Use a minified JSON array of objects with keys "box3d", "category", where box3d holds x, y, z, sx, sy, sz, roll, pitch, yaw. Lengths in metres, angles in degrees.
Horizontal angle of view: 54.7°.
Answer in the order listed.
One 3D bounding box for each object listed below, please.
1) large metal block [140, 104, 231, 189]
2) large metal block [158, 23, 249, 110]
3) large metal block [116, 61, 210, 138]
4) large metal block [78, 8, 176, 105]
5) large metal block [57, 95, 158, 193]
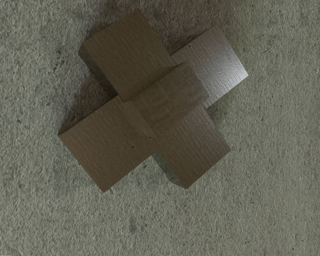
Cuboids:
[{"box3d":[0.032,0.020,0.409,0.080,0.050,0.080,-38,103,-16],"category":"large metal block"},{"box3d":[0.057,-0.079,0.418,0.080,0.050,0.080,-38,103,-16],"category":"large metal block"},{"box3d":[0.000,-0.033,0.382,0.080,0.080,0.050,-38,103,-16],"category":"large metal block"},{"box3d":[-0.041,-0.085,0.382,0.080,0.050,0.080,-38,103,-16],"category":"large metal block"},{"box3d":[-0.064,0.017,0.373,0.080,0.050,0.080,-38,103,-16],"category":"large metal block"}]
